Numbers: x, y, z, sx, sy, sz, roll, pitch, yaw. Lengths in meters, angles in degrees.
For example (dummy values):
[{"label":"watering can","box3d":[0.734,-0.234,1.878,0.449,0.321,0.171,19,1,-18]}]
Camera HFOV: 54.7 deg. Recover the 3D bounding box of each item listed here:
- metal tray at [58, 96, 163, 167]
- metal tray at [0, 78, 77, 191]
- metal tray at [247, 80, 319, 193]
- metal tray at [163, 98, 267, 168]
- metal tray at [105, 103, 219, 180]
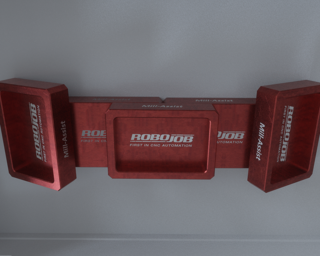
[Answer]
[{"label":"metal tray","box3d":[-0.062,0.006,0.409,0.131,0.030,0.089,0,110,0]},{"label":"metal tray","box3d":[-0.155,0.007,0.389,0.090,0.030,0.129,10,112,23]},{"label":"metal tray","box3d":[0.160,0.009,0.391,0.091,0.030,0.129,-11,113,-27]},{"label":"metal tray","box3d":[0.069,0.007,0.411,0.131,0.030,0.089,0,110,0]},{"label":"metal tray","box3d":[0.002,0.016,0.381,0.131,0.030,0.089,1,110,0]}]
